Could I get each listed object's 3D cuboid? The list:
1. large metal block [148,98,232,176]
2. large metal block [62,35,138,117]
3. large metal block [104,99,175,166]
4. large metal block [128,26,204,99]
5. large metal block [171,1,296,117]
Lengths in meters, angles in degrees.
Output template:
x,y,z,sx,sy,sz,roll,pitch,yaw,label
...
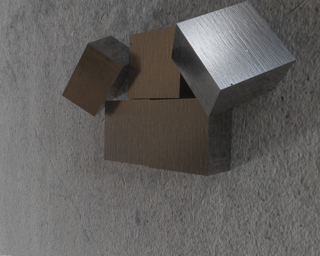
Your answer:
x,y,z,sx,sy,sz,roll,pitch,yaw,label
0.034,0.008,0.358,0.080,0.050,0.079,2,91,39,large metal block
-0.078,-0.073,0.423,0.050,0.080,0.080,34,116,-3,large metal block
-0.028,0.004,0.410,0.080,0.050,0.079,2,91,39,large metal block
0.008,-0.075,0.382,0.080,0.050,0.079,4,92,39,large metal block
0.067,-0.069,0.306,0.080,0.081,0.050,62,164,21,large metal block
